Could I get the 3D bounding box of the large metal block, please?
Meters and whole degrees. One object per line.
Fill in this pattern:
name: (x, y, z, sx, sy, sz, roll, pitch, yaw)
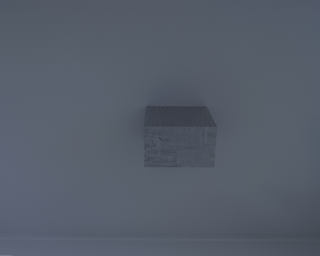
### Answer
large metal block: (0.022, 0.008, 0.385, 0.081, 0.080, 0.050, 0, 110, -1)
